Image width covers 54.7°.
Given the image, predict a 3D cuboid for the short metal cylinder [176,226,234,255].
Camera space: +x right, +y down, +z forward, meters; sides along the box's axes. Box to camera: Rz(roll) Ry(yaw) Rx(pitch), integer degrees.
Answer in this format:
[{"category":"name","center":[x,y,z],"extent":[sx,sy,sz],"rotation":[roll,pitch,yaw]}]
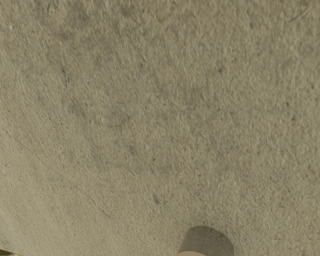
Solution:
[{"category":"short metal cylinder","center":[0.069,0.199,0.477],"extent":[0.080,0.050,0.079],"rotation":[13,124,20]}]
